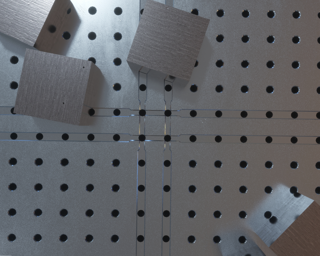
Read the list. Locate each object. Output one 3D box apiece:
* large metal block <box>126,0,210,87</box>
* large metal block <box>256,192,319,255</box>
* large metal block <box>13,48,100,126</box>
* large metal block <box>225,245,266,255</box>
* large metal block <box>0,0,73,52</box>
[{"bbox_3d":[0.010,-0.107,0.401,0.080,0.050,0.080,19,90,-1],"label":"large metal block"},{"bbox_3d":[0.190,0.145,0.404,0.080,0.050,0.080,44,90,-1],"label":"large metal block"},{"bbox_3d":[-0.130,-0.050,0.399,0.080,0.050,0.080,11,90,-1],"label":"large metal block"},{"bbox_3d":[0.123,0.208,0.388,0.050,0.080,0.080,-18,90,0],"label":"large metal block"},{"bbox_3d":[-0.173,-0.151,0.399,0.080,0.050,0.080,25,90,-1],"label":"large metal block"}]
